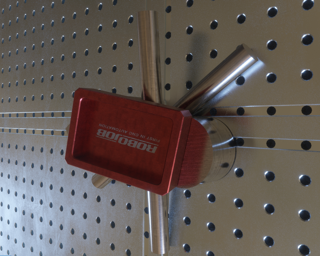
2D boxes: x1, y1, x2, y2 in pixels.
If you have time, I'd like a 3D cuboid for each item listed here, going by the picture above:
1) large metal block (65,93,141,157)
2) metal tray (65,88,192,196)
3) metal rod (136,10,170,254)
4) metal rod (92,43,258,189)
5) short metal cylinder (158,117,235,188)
[{"bbox_3d":[-0.068,-0.001,0.426,0.080,0.081,0.050,-41,65,32],"label":"large metal block"},{"bbox_3d":[-0.038,0.011,0.344,0.130,0.030,0.089,14,99,20],"label":"metal tray"},{"bbox_3d":[-0.007,0.013,0.384,0.025,0.025,0.298,5,102,39],"label":"metal rod"},{"bbox_3d":[0.000,0.002,0.408,0.299,0.025,0.025,-41,66,32],"label":"metal rod"},{"bbox_3d":[0.039,0.026,0.358,0.080,0.050,0.079,0,90,39],"label":"short metal cylinder"}]
